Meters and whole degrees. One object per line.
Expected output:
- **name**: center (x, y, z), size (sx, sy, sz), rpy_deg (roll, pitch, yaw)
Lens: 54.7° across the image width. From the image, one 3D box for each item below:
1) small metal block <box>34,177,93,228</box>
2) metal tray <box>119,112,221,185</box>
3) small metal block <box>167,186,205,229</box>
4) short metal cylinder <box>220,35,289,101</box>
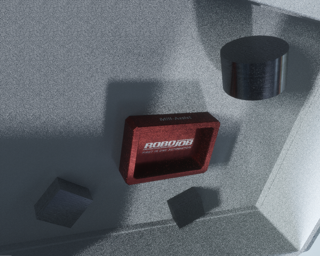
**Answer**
- **small metal block**: center (-0.125, 0.098, 0.402), size (0.050, 0.025, 0.050), rpy_deg (33, 100, -39)
- **metal tray**: center (0.014, 0.026, 0.430), size (0.131, 0.030, 0.089), rpy_deg (-4, 121, -27)
- **small metal block**: center (0.044, 0.133, 0.518), size (0.050, 0.025, 0.050), rpy_deg (-26, 128, -13)
- **short metal cylinder**: center (0.119, -0.078, 0.392), size (0.081, 0.080, 0.050), rpy_deg (-24, 127, -14)
